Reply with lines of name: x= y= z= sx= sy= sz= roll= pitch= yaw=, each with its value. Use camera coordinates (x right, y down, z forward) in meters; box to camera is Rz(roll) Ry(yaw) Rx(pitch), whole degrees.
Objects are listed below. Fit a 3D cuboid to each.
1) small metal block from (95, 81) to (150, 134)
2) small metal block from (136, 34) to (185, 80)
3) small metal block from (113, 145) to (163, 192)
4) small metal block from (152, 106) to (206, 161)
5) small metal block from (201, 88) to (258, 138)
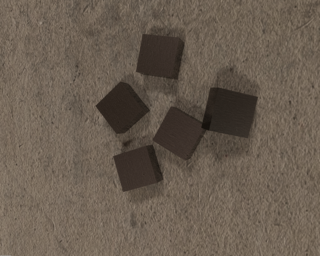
small metal block: x=-0.051 y=-0.027 z=0.426 sx=0.050 sy=0.025 sz=0.050 roll=-42 pitch=77 yaw=15
small metal block: x=0.000 y=-0.093 z=0.408 sx=0.050 sy=0.025 sz=0.050 roll=12 pitch=94 yaw=19
small metal block: x=-0.029 y=0.054 z=0.418 sx=0.050 sy=0.025 sz=0.050 roll=-19 pitch=84 yaw=18
small metal block: x=0.027 y=0.007 z=0.399 sx=0.050 sy=0.025 sz=0.050 roll=31 pitch=100 yaw=17
small metal block: x=0.082 y=-0.018 z=0.367 sx=0.050 sy=0.025 sz=0.050 roll=11 pitch=94 yaw=-14
